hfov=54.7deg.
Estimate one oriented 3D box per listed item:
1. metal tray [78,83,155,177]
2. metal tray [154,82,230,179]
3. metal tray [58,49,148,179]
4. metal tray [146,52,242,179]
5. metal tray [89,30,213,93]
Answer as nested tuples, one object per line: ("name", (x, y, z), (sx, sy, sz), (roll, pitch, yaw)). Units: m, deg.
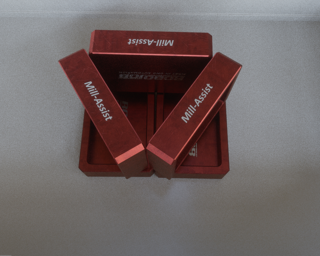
("metal tray", (-0.052, -0.003, 0.407), (0.091, 0.030, 0.130), (0, 69, 0))
("metal tray", (0.040, -0.001, 0.406), (0.091, 0.030, 0.130), (1, 69, 1))
("metal tray", (-0.060, -0.012, 0.345), (0.030, 0.090, 0.130), (-30, 73, -10))
("metal tray", (0.037, -0.010, 0.344), (0.030, 0.090, 0.130), (34, 74, 11))
("metal tray", (-0.009, -0.075, 0.368), (0.131, 0.090, 0.030), (2, 71, 1))
